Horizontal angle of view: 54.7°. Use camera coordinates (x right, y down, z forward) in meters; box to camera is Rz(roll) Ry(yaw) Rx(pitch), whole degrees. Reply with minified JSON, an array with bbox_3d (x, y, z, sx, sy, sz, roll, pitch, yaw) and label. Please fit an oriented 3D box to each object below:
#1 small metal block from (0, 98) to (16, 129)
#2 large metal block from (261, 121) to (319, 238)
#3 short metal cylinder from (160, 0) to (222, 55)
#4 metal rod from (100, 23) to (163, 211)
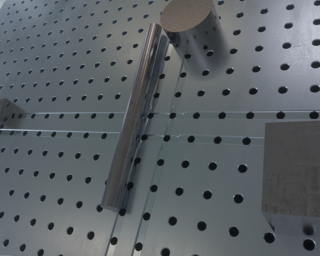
[{"bbox_3d":[-0.307,-0.025,0.585,0.050,0.025,0.050,-10,58,23],"label":"small metal block"},{"bbox_3d":[0.125,0.048,0.278,0.050,0.080,0.080,-2,61,27],"label":"large metal block"},{"bbox_3d":[0.047,-0.156,0.463,0.080,0.050,0.080,-13,56,21],"label":"short metal cylinder"},{"bbox_3d":[-0.034,-0.033,0.446,0.025,0.025,0.299,-3,60,27],"label":"metal rod"}]
